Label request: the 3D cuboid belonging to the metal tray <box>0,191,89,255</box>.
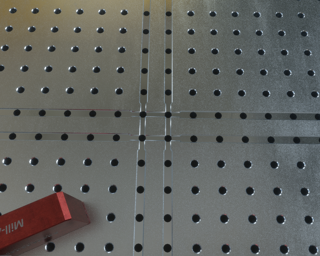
[{"bbox_3d":[-0.152,0.114,0.333,0.131,0.090,0.030,-22,72,-8],"label":"metal tray"}]
